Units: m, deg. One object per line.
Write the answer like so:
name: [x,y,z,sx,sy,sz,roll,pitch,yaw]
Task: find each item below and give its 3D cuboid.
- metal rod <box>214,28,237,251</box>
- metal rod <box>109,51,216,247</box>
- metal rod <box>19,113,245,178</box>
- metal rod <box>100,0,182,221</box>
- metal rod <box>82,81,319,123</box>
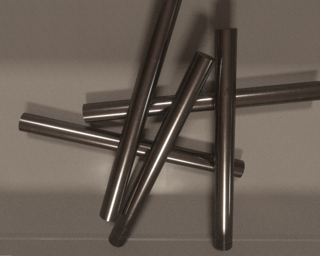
metal rod: [0.082,0.029,0.395,0.025,0.025,0.298,-4,110,1]
metal rod: [-0.007,0.044,0.400,0.025,0.025,0.298,21,115,-8]
metal rod: [-0.033,0.025,0.419,0.302,0.025,0.025,13,110,-5]
metal rod: [-0.028,-0.014,0.378,0.025,0.025,0.298,15,109,-6]
metal rod: [0.053,-0.034,0.399,0.302,0.025,0.025,-5,110,1]
